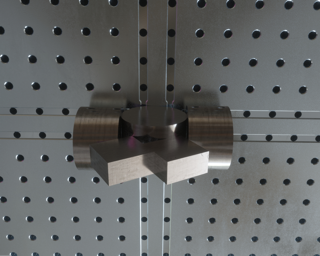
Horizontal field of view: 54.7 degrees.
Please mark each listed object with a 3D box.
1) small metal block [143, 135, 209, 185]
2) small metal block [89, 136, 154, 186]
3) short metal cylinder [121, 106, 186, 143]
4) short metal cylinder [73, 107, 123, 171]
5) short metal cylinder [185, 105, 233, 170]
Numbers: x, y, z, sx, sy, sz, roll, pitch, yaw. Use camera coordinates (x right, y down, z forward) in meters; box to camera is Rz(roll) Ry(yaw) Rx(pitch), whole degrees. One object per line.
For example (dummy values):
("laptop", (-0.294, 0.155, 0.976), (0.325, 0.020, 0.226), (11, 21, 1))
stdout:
("small metal block", (0.016, 0.032, 0.330), (0.050, 0.050, 0.025), (-11, 113, -29))
("small metal block", (-0.040, 0.032, 0.325), (0.050, 0.050, 0.025), (-11, 114, -30))
("short metal cylinder", (-0.007, 0.008, 0.386), (0.081, 0.080, 0.050), (1, 110, -1))
("short metal cylinder", (-0.073, 0.013, 0.388), (0.050, 0.080, 0.079), (1, 110, 0))
("short metal cylinder", (0.058, 0.012, 0.388), (0.050, 0.080, 0.079), (1, 110, 0))
